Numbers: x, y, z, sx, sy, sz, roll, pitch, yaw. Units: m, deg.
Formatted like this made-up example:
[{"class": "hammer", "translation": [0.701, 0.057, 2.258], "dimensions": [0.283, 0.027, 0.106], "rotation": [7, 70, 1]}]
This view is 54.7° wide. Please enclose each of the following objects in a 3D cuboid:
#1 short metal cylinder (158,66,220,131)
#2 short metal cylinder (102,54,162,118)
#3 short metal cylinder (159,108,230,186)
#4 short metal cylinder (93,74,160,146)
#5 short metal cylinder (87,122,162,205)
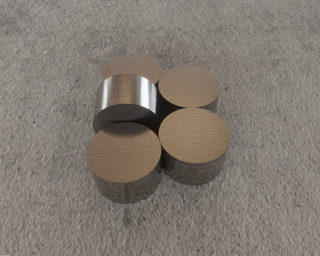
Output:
[{"class": "short metal cylinder", "translation": [0.038, -0.040, 0.421], "dimensions": [0.080, 0.050, 0.080], "rotation": [0, 51, 0]}, {"class": "short metal cylinder", "translation": [-0.037, -0.061, 0.439], "dimensions": [0.080, 0.050, 0.080], "rotation": [0, 50, 1]}, {"class": "short metal cylinder", "translation": [0.039, 0.022, 0.369], "dimensions": [0.080, 0.050, 0.080], "rotation": [0, 51, 1]}, {"class": "short metal cylinder", "translation": [-0.041, -0.021, 0.386], "dimensions": [0.081, 0.080, 0.050], "rotation": [-2, 50, -2]}, {"class": "short metal cylinder", "translation": [-0.038, 0.040, 0.354], "dimensions": [0.080, 0.050, 0.080], "rotation": [0, 50, 1]}]
